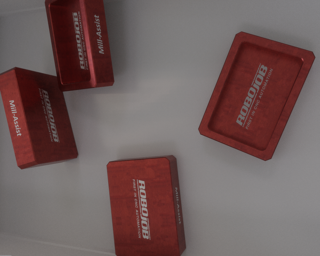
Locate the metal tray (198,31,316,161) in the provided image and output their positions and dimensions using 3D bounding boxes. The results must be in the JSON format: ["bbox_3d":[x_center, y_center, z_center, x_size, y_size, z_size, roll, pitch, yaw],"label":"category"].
[{"bbox_3d":[0.112,-0.037,0.368,0.090,0.030,0.129,23,98,18],"label":"metal tray"}]

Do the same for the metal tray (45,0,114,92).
[{"bbox_3d":[-0.110,-0.117,0.417,0.090,0.030,0.129,1,101,42],"label":"metal tray"}]

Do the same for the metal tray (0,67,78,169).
[{"bbox_3d":[-0.168,-0.013,0.435,0.030,0.090,0.129,-17,84,19],"label":"metal tray"}]

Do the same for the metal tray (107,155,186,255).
[{"bbox_3d":[-0.019,0.105,0.414,0.090,0.030,0.129,-7,88,19],"label":"metal tray"}]
